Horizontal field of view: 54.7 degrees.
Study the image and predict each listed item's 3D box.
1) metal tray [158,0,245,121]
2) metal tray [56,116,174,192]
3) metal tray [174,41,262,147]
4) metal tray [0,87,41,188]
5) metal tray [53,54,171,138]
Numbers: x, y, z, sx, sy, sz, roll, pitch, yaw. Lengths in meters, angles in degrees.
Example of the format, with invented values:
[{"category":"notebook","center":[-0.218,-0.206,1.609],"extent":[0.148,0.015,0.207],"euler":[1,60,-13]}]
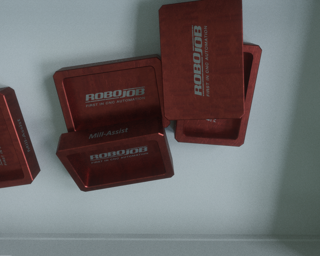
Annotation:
[{"category":"metal tray","center":[0.049,-0.075,0.354],"extent":[0.090,0.030,0.129],"euler":[-1,97,15]},{"category":"metal tray","center":[-0.053,0.037,0.401],"extent":[0.131,0.030,0.090],"euler":[-10,135,5]},{"category":"metal tray","center":[0.069,-0.044,0.393],"extent":[0.091,0.030,0.129],"euler":[4,110,-2]},{"category":"metal tray","center":[-0.225,0.017,0.411],"extent":[0.091,0.030,0.129],"euler":[-9,110,2]},{"category":"metal tray","center":[-0.057,-0.039,0.393],"extent":[0.131,0.030,0.089],"euler":[-8,110,2]}]
